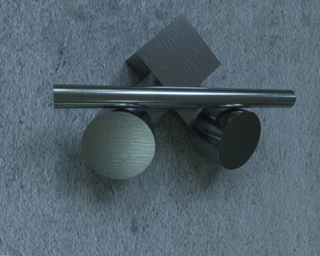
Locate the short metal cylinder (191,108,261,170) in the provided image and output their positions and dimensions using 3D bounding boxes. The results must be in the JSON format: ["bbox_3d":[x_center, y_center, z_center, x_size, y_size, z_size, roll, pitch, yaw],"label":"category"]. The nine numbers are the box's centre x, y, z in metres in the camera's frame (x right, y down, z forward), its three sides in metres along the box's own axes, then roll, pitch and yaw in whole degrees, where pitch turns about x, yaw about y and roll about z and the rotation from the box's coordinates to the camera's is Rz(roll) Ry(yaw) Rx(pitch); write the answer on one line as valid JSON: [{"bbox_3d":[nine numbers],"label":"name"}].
[{"bbox_3d":[0.089,0.009,0.415,0.081,0.050,0.079,-16,117,-33],"label":"short metal cylinder"}]

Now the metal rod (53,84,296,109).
[{"bbox_3d":[0.033,-0.036,0.368,0.303,0.025,0.025,-2,91,-20],"label":"metal rod"}]

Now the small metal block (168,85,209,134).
[{"bbox_3d":[0.045,-0.027,0.427,0.050,0.025,0.050,-45,104,-14],"label":"small metal block"}]

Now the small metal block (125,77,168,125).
[{"bbox_3d":[-0.023,-0.029,0.402,0.050,0.025,0.050,-45,104,-15],"label":"small metal block"}]

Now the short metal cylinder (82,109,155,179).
[{"bbox_3d":[-0.046,0.013,0.365,0.081,0.050,0.079,0,107,-1],"label":"short metal cylinder"}]

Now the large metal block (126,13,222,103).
[{"bbox_3d":[0.017,-0.085,0.401,0.080,0.050,0.080,-44,104,-15],"label":"large metal block"}]
